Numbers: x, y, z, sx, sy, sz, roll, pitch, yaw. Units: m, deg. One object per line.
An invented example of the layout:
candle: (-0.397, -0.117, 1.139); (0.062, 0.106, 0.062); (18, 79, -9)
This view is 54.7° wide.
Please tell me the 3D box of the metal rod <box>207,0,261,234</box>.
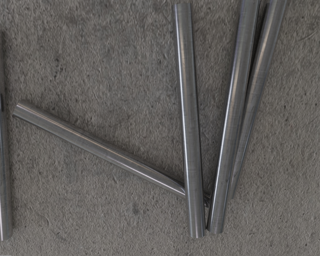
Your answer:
metal rod: (0.090, -0.003, 0.394); (0.025, 0.025, 0.298); (5, 105, -2)

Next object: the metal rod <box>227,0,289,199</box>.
metal rod: (0.118, -0.043, 0.394); (0.025, 0.025, 0.298); (8, 110, -3)

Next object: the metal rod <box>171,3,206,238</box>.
metal rod: (0.039, 0.002, 0.394); (0.025, 0.025, 0.298); (-5, 104, 2)

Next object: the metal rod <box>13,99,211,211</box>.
metal rod: (-0.051, 0.043, 0.424); (0.301, 0.025, 0.025); (28, 108, -10)

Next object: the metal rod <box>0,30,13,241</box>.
metal rod: (-0.218, 0.022, 0.415); (0.025, 0.025, 0.298); (6, 110, -3)
